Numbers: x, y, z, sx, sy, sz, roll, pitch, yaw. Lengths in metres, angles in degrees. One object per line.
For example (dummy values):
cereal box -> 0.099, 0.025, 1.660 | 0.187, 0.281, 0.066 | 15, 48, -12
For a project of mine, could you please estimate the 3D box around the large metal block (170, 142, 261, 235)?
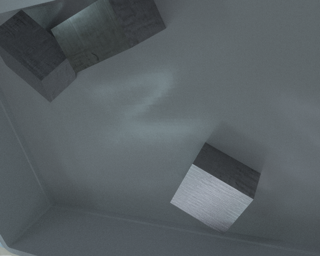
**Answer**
large metal block -> 0.071, 0.079, 0.404 | 0.080, 0.050, 0.079 | 30, 128, 9

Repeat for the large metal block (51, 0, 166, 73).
large metal block -> -0.053, -0.107, 0.335 | 0.080, 0.080, 0.050 | -14, 111, 34

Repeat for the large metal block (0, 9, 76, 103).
large metal block -> -0.159, -0.088, 0.399 | 0.080, 0.050, 0.080 | 41, 162, 0
